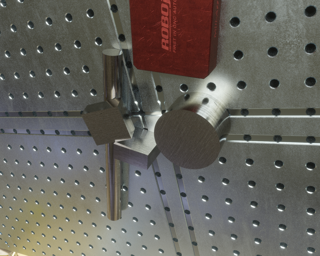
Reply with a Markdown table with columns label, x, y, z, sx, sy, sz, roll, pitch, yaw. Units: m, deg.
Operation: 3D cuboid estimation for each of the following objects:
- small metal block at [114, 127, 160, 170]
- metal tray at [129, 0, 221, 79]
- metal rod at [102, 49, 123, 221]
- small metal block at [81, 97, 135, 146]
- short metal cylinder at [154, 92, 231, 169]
| label | x | y | z | sx | sy | sz | roll | pitch | yaw |
| --- | --- | --- | --- | --- | --- | --- | --- | --- | --- |
| small metal block | -0.029 | 0.026 | 0.425 | 0.050 | 0.050 | 0.025 | 17 | 125 | 18 |
| metal tray | 0.015 | -0.122 | 0.323 | 0.090 | 0.030 | 0.129 | 12 | 124 | 21 |
| metal rod | -0.069 | 0.030 | 0.464 | 0.025 | 0.025 | 0.298 | 17 | 125 | 18 |
| small metal block | -0.067 | -0.008 | 0.408 | 0.050 | 0.025 | 0.050 | -12 | 121 | 14 |
| short metal cylinder | 0.040 | 0.003 | 0.375 | 0.080 | 0.050 | 0.079 | 13 | 124 | 20 |
